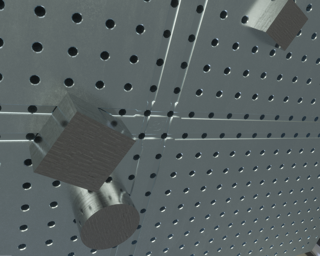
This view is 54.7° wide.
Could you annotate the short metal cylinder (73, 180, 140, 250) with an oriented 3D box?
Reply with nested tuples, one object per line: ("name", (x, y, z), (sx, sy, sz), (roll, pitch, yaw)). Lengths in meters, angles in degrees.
("short metal cylinder", (-0.075, 0.120, 0.428), (0.081, 0.050, 0.079), (-14, 124, -21))

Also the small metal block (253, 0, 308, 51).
("small metal block", (0.161, -0.139, 0.412), (0.050, 0.025, 0.050), (25, 105, -37))

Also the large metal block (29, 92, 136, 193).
("large metal block", (-0.089, 0.018, 0.357), (0.080, 0.050, 0.080), (30, 102, -38))
